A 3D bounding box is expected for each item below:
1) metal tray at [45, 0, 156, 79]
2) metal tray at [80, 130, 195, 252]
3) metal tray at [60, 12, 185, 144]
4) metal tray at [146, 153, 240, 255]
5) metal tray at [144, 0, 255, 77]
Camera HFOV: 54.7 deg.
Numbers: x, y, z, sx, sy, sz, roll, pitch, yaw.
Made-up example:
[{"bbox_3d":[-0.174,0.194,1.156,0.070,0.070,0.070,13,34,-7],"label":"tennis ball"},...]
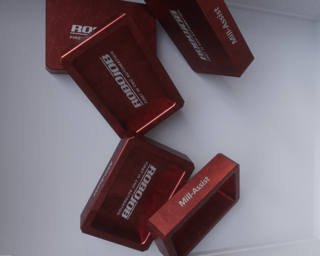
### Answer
[{"bbox_3d":[-0.071,-0.110,0.381,0.131,0.030,0.089,0,90,-20],"label":"metal tray"},{"bbox_3d":[-0.028,0.078,0.377,0.090,0.030,0.129,26,98,-19],"label":"metal tray"},{"bbox_3d":[-0.041,-0.055,0.363,0.090,0.030,0.130,-36,119,-3],"label":"metal tray"},{"bbox_3d":[0.048,0.103,0.393,0.131,0.030,0.090,-39,141,-21],"label":"metal tray"},{"bbox_3d":[0.046,-0.120,0.372,0.030,0.090,0.130,-51,125,-13],"label":"metal tray"}]
